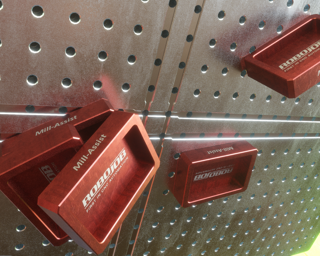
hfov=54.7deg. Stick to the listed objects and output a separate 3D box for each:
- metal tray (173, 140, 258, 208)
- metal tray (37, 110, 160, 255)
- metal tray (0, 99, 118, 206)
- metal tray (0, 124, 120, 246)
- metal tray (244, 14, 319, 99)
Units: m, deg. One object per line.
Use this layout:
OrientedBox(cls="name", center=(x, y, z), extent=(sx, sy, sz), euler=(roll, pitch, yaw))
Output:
OrientedBox(cls="metal tray", center=(0.091, 0.074, 0.505), extent=(0.131, 0.030, 0.089), euler=(-9, 122, -24))
OrientedBox(cls="metal tray", center=(-0.056, 0.055, 0.333), extent=(0.130, 0.030, 0.090), euler=(-54, 139, -33))
OrientedBox(cls="metal tray", center=(-0.105, 0.031, 0.370), extent=(0.131, 0.030, 0.090), euler=(-25, 128, -13))
OrientedBox(cls="metal tray", center=(-0.110, 0.069, 0.351), extent=(0.090, 0.030, 0.129), euler=(-29, 129, -11))
OrientedBox(cls="metal tray", center=(0.193, -0.100, 0.414), extent=(0.131, 0.090, 0.030), euler=(-33, 129, -7))
